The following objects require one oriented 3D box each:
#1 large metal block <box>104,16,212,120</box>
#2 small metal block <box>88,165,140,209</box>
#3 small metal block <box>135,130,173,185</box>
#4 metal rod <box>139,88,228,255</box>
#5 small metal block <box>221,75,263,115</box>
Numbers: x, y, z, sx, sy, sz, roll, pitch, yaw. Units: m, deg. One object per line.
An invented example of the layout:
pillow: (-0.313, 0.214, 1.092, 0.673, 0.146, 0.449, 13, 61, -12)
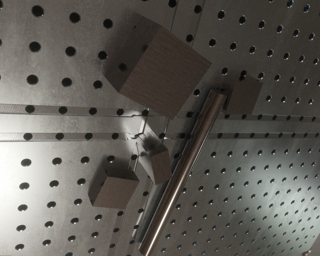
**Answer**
large metal block: (-0.002, -0.066, 0.354, 0.080, 0.050, 0.080, 25, 104, -37)
small metal block: (-0.064, 0.083, 0.429, 0.050, 0.025, 0.050, 16, 110, -35)
small metal block: (-0.008, 0.040, 0.417, 0.025, 0.050, 0.050, -21, 127, -16)
metal rod: (0.029, 0.080, 0.478, 0.025, 0.025, 0.298, 9, 114, -33)
small metal block: (0.114, -0.047, 0.446, 0.050, 0.025, 0.050, -2, 119, -28)
